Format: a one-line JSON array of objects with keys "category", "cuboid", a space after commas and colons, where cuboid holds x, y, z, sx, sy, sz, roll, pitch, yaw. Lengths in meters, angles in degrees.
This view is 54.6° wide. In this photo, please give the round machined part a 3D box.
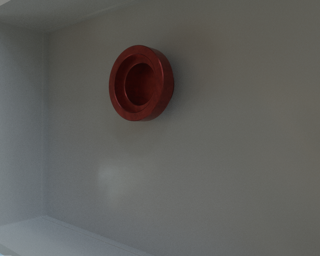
[{"category": "round machined part", "cuboid": [-0.020, -0.058, 0.413, 0.098, 0.042, 0.097, 0, 90, 40]}]
